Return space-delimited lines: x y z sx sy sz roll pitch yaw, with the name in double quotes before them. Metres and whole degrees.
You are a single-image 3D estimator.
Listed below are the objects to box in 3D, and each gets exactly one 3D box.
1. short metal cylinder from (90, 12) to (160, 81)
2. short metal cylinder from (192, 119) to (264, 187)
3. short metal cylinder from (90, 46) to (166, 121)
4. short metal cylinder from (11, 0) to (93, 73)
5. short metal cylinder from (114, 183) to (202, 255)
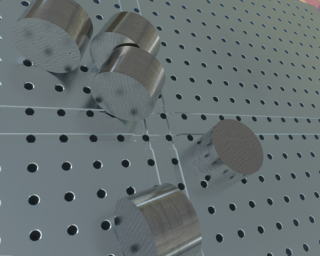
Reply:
"short metal cylinder" -0.046 -0.106 0.414 0.080 0.080 0.050 31 52 -9
"short metal cylinder" 0.092 0.035 0.423 0.081 0.050 0.080 14 56 -21
"short metal cylinder" -0.039 -0.054 0.386 0.080 0.080 0.050 29 52 -10
"short metal cylinder" -0.127 -0.113 0.374 0.080 0.080 0.050 23 53 -15
"short metal cylinder" -0.004 0.101 0.310 0.050 0.080 0.080 -13 69 -34
